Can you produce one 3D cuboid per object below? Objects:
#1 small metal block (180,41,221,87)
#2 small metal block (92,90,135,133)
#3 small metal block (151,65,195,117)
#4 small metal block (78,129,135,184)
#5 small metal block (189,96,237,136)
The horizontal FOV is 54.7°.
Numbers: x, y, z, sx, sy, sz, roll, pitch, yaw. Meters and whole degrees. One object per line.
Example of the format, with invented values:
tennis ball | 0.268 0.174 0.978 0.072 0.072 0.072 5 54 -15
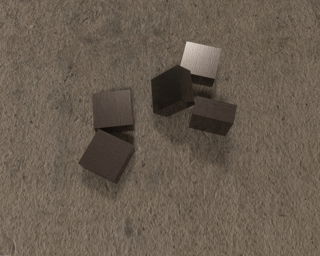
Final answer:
small metal block | 0.056 -0.091 0.442 0.050 0.025 0.050 13 70 4
small metal block | -0.062 -0.021 0.415 0.050 0.025 0.050 -6 70 -3
small metal block | 0.016 -0.048 0.411 0.025 0.050 0.050 15 62 -43
small metal block | -0.067 0.036 0.394 0.050 0.025 0.050 25 72 8
small metal block | 0.067 -0.014 0.401 0.050 0.050 0.025 14 71 4
